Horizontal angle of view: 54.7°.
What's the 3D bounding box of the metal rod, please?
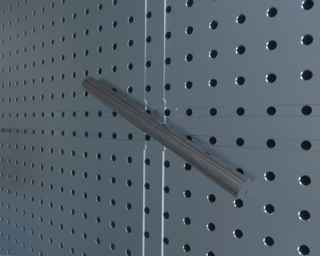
[{"bbox_3d":[-0.012,-0.003,0.418,0.300,0.025,0.025,34,111,34],"label":"metal rod"}]
